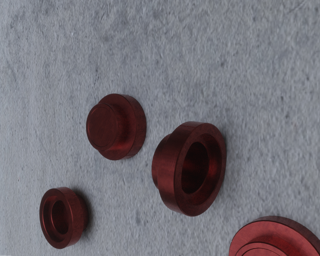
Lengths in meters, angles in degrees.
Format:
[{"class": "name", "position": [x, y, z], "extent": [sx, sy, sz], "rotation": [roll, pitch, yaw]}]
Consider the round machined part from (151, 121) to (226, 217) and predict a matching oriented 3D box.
[{"class": "round machined part", "position": [0.028, 0.041, 0.332], "extent": [0.042, 0.099, 0.097], "rotation": [8, 95, 39]}]

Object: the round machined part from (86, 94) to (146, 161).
[{"class": "round machined part", "position": [-0.070, -0.001, 0.449], "extent": [0.098, 0.042, 0.097], "rotation": [0, 90, 39]}]

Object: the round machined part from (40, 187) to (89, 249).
[{"class": "round machined part", "position": [-0.158, 0.148, 0.521], "extent": [0.098, 0.042, 0.097], "rotation": [0, 90, 39]}]

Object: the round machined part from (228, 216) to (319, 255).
[{"class": "round machined part", "position": [0.111, 0.139, 0.302], "extent": [0.098, 0.042, 0.097], "rotation": [0, 90, 39]}]
